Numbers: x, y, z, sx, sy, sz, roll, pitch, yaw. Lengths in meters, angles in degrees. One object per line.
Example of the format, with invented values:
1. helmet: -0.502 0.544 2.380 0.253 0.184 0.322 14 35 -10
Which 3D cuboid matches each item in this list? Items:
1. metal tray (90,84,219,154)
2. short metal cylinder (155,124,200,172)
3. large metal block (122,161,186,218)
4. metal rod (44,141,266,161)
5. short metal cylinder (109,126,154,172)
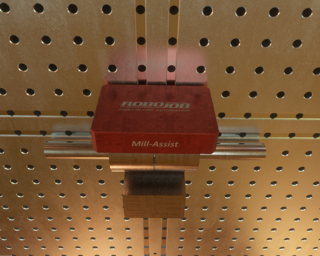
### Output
1. metal tray: -0.005 -0.012 0.353 0.131 0.090 0.030 1 130 -1
2. short metal cylinder: 0.020 0.014 0.384 0.050 0.080 0.079 1 130 -1
3. large metal block: -0.008 0.078 0.437 0.081 0.080 0.050 1 130 -1
4. metal rod: -0.006 0.032 0.434 0.302 0.025 0.025 1 130 -1
5. short metal cylinder: -0.033 0.014 0.384 0.050 0.080 0.079 0 130 -1
